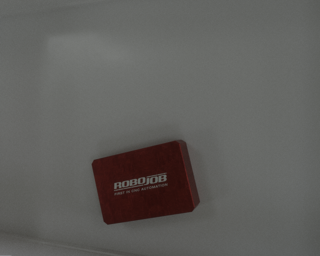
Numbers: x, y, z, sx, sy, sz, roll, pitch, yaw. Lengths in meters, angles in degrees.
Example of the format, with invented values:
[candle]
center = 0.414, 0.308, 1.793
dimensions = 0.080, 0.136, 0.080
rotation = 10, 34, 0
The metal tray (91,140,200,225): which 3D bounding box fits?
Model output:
[metal tray]
center = -0.021, 0.073, 0.416
dimensions = 0.130, 0.030, 0.090
rotation = -14, 85, 19
